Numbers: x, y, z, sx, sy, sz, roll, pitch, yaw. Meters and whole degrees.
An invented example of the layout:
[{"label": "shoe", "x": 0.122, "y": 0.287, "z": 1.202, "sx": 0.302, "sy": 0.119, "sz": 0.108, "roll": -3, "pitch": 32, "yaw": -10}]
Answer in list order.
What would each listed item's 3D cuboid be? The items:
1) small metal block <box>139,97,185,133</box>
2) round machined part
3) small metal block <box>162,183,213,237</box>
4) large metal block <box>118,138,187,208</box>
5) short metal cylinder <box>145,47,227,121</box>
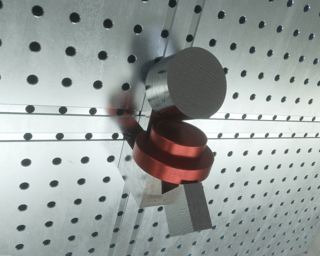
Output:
[{"label": "small metal block", "x": 0.005, "y": -0.022, "z": 0.401, "sx": 0.050, "sy": 0.025, "sz": 0.050, "roll": 1, "pitch": 118, "yaw": -29}, {"label": "round machined part", "x": 0.019, "y": 0.022, "z": 0.376, "sx": 0.099, "sy": 0.098, "sz": 0.042, "roll": 1, "pitch": 118, "yaw": -29}, {"label": "small metal block", "x": 0.029, "y": 0.094, "z": 0.353, "sx": 0.025, "sy": 0.050, "sz": 0.050, "roll": 1, "pitch": 156, "yaw": -30}, {"label": "large metal block", "x": -0.001, "y": 0.055, "z": 0.410, "sx": 0.081, "sy": 0.080, "sz": 0.050, "roll": 1, "pitch": 118, "yaw": -29}, {"label": "short metal cylinder", "x": 0.030, "y": -0.049, "z": 0.361, "sx": 0.081, "sy": 0.050, "sz": 0.080, "roll": 1, "pitch": 88, "yaw": -29}]
